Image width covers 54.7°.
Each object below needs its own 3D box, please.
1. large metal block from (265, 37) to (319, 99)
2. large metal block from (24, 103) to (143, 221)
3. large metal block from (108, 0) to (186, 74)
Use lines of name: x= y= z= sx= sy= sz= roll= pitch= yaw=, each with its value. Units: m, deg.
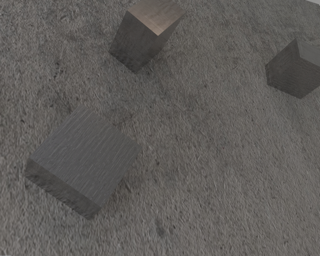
large metal block: x=0.255 y=-0.107 z=0.571 sx=0.080 sy=0.080 sz=0.050 roll=19 pitch=55 yaw=-17
large metal block: x=-0.078 y=0.035 z=0.324 sx=0.080 sy=0.050 sz=0.080 roll=36 pitch=51 yaw=-4
large metal block: x=-0.019 y=-0.136 z=0.441 sx=0.050 sy=0.080 sz=0.080 roll=40 pitch=51 yaw=-2
